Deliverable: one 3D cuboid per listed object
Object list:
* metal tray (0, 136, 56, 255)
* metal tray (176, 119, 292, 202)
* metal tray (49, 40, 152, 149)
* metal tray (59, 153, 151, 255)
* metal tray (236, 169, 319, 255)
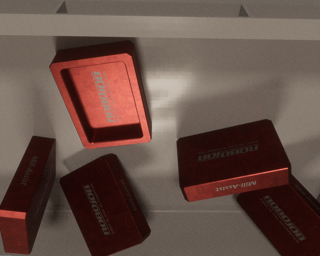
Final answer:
[{"bbox_3d":[-0.170,0.085,0.410,0.030,0.130,0.089,9,130,-8],"label":"metal tray"},{"bbox_3d":[0.090,0.040,0.402,0.131,0.090,0.030,-13,129,10],"label":"metal tray"},{"bbox_3d":[-0.064,-0.034,0.375,0.090,0.030,0.129,-7,130,5],"label":"metal tray"},{"bbox_3d":[-0.081,0.114,0.450,0.090,0.030,0.130,-28,84,21],"label":"metal tray"},{"bbox_3d":[0.188,0.128,0.459,0.030,0.130,0.089,-11,144,-45],"label":"metal tray"}]
